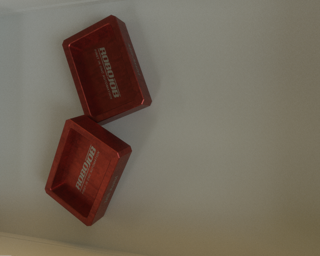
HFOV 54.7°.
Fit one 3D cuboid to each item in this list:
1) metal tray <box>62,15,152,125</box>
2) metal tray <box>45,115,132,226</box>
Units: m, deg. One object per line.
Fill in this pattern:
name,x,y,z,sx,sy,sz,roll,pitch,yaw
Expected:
metal tray,-0.075,-0.078,0.433,0.090,0.030,0.129,-21,83,18
metal tray,-0.102,0.059,0.424,0.090,0.030,0.129,33,116,16
